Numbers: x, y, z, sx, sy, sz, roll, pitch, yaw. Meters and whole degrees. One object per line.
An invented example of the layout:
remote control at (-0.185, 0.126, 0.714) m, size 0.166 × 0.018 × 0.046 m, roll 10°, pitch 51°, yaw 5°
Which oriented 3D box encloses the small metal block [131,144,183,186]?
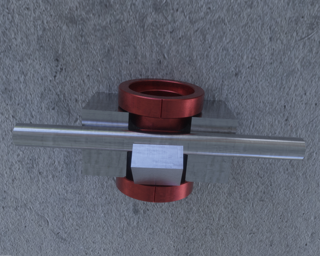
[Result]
small metal block at (-0.002, 0.040, 0.326) m, size 0.050 × 0.025 × 0.050 m, roll 2°, pitch 151°, yaw 1°

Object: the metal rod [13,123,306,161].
metal rod at (0.001, 0.015, 0.331) m, size 0.302 × 0.025 × 0.025 m, roll 3°, pitch 110°, yaw -2°

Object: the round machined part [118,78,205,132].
round machined part at (0.001, -0.027, 0.362) m, size 0.099 × 0.098 × 0.042 m, roll 4°, pitch 111°, yaw -2°

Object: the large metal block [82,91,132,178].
large metal block at (-0.062, 0.005, 0.383) m, size 0.050 × 0.080 × 0.079 m, roll 4°, pitch 110°, yaw -2°

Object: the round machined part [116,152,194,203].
round machined part at (-0.005, 0.051, 0.391) m, size 0.099 × 0.098 × 0.042 m, roll 4°, pitch 105°, yaw -2°

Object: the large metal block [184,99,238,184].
large metal block at (0.057, 0.013, 0.387) m, size 0.050 × 0.080 × 0.079 m, roll 4°, pitch 110°, yaw -1°
